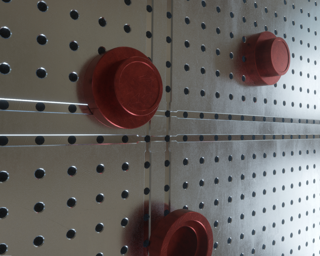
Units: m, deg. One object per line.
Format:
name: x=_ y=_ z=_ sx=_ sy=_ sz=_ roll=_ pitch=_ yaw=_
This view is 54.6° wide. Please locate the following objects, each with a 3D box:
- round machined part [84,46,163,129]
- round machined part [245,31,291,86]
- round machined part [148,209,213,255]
round machined part: x=-0.035 y=-0.047 z=0.367 sx=0.099 sy=0.042 sz=0.097 roll=0 pitch=90 yaw=-40
round machined part: x=0.201 y=-0.127 z=0.565 sx=0.099 sy=0.042 sz=0.097 roll=0 pitch=90 yaw=-40
round machined part: x=0.023 y=0.158 z=0.417 sx=0.099 sy=0.042 sz=0.097 roll=0 pitch=90 yaw=-40
